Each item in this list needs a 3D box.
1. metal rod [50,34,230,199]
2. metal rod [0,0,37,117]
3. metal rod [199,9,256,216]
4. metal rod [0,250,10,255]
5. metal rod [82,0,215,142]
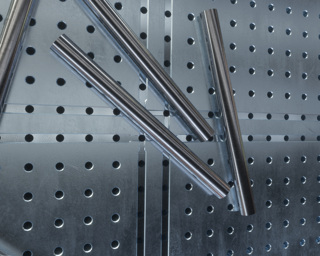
[{"bbox_3d":[-0.015,-0.006,0.408,0.300,0.025,0.025,42,77,-16],"label":"metal rod"},{"bbox_3d":[-0.180,-0.053,0.345,0.025,0.025,0.299,17,84,-20],"label":"metal rod"},{"bbox_3d":[0.100,-0.019,0.450,0.025,0.025,0.298,-14,95,-20],"label":"metal rod"},{"bbox_3d":[-0.180,0.152,0.346,0.300,0.025,0.025,42,77,-16],"label":"metal rod"},{"bbox_3d":[-0.029,-0.098,0.402,0.025,0.025,0.300,-45,104,-15],"label":"metal rod"}]
